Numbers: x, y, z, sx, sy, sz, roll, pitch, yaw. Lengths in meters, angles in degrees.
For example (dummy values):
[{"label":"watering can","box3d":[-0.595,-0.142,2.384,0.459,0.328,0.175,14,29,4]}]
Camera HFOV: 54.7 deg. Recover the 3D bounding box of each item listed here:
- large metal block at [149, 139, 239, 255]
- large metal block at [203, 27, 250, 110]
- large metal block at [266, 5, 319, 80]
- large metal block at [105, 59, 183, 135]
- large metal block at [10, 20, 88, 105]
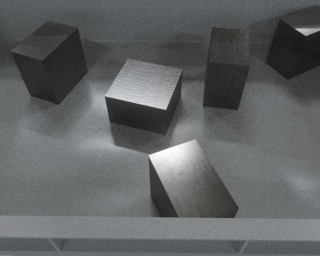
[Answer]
[{"label":"large metal block","box3d":[0.028,0.072,0.309,0.050,0.080,0.080,-18,53,-14]},{"label":"large metal block","box3d":[0.093,-0.084,0.441,0.050,0.080,0.080,7,50,5]},{"label":"large metal block","box3d":[0.223,-0.133,0.482,0.081,0.080,0.050,-24,54,-19]},{"label":"large metal block","box3d":[-0.019,-0.044,0.426,0.080,0.050,0.080,13,51,11]},{"label":"large metal block","box3d":[-0.154,-0.094,0.448,0.050,0.080,0.080,18,52,14]}]
